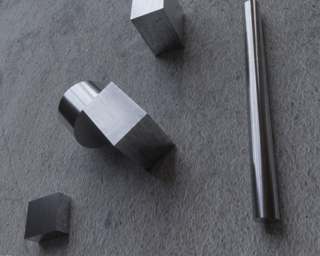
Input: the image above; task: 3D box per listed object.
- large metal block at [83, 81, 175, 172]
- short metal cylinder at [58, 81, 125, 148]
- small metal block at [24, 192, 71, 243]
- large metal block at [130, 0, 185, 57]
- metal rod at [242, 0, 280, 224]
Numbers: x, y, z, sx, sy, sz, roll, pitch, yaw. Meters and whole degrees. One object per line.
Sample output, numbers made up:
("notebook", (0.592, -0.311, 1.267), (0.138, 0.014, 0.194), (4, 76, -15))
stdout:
("large metal block", (-0.038, -0.001, 0.389), (0.050, 0.080, 0.080), (-45, 51, -3))
("short metal cylinder", (-0.092, -0.019, 0.428), (0.080, 0.080, 0.050), (-46, 51, -4))
("small metal block", (-0.147, 0.118, 0.408), (0.050, 0.025, 0.050), (-20, 54, 16))
("large metal block", (-0.001, -0.171, 0.474), (0.050, 0.080, 0.080), (-12, 57, 22))
("metal rod", (0.116, -0.042, 0.368), (0.025, 0.025, 0.299), (-8, 58, 24))
